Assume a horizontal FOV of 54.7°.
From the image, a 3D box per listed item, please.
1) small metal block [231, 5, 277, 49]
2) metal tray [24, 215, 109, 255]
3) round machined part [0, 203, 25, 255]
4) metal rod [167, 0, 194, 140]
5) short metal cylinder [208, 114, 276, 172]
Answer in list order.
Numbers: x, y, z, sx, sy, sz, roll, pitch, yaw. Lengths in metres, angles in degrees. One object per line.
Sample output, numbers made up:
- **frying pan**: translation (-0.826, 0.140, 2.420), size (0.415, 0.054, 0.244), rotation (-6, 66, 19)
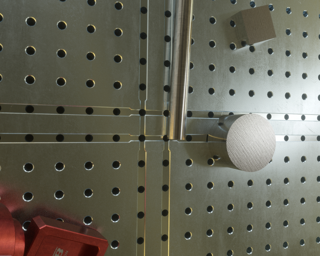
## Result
- **small metal block**: translation (0.141, -0.152, 0.466), size (0.050, 0.025, 0.050), rotation (-19, 97, -19)
- **metal tray**: translation (-0.127, 0.175, 0.350), size (0.090, 0.030, 0.130), rotation (31, 79, -35)
- **round machined part**: translation (-0.178, 0.126, 0.317), size (0.042, 0.098, 0.098), rotation (28, 79, -52)
- **metal rod**: translation (0.031, -0.133, 0.425), size (0.025, 0.025, 0.298), rotation (4, 89, -20)
- **short metal cylinder**: translation (0.116, 0.020, 0.444), size (0.081, 0.050, 0.079), rotation (0, 90, -21)
